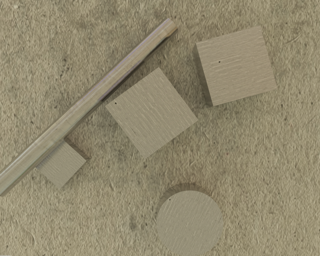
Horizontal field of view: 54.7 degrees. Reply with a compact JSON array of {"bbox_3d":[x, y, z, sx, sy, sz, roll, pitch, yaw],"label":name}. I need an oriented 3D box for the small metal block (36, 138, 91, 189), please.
[{"bbox_3d":[-0.130,0.043,0.409,0.050,0.025,0.050,43,90,0],"label":"small metal block"}]

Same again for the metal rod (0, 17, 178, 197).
[{"bbox_3d":[-0.091,-0.031,0.391,0.025,0.025,0.300,45,83,0],"label":"metal rod"}]

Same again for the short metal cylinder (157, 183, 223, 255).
[{"bbox_3d":[0.036,0.115,0.398,0.081,0.050,0.080,0,90,0],"label":"short metal cylinder"}]

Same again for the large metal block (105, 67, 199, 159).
[{"bbox_3d":[-0.010,-0.018,0.397,0.080,0.050,0.080,-36,90,0],"label":"large metal block"}]

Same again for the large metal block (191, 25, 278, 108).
[{"bbox_3d":[0.092,-0.075,0.398,0.080,0.050,0.080,-15,90,0],"label":"large metal block"}]
